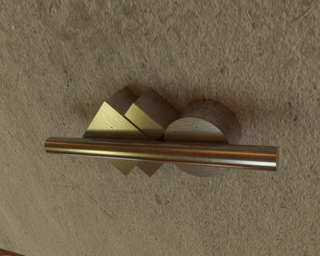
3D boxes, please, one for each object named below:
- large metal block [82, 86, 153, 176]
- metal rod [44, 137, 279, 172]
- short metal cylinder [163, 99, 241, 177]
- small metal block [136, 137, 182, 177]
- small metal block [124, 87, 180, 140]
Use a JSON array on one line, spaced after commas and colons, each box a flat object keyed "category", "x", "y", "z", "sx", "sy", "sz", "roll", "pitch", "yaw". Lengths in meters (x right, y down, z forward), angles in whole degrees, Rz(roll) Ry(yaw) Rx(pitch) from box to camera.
[{"category": "large metal block", "x": -0.046, "y": 0.005, "z": 0.418, "sx": 0.080, "sy": 0.050, "sz": 0.080, "roll": 41, "pitch": 129, "yaw": 0}, {"category": "metal rod", "x": -0.020, "y": 0.027, "z": 0.368, "sx": 0.300, "sy": 0.025, "sz": 0.025, "roll": 1, "pitch": 119, "yaw": 27}, {"category": "short metal cylinder", "x": 0.051, "y": 0.012, "z": 0.371, "sx": 0.080, "sy": 0.050, "sz": 0.079, "roll": 13, "pitch": 124, "yaw": 21}, {"category": "small metal block", "x": 0.000, "y": 0.030, "z": 0.412, "sx": 0.025, "sy": 0.050, "sz": 0.050, "roll": 41, "pitch": 129, "yaw": 0}, {"category": "small metal block", "x": -0.008, "y": -0.018, "z": 0.386, "sx": 0.050, "sy": 0.050, "sz": 0.025, "roll": 40, "pitch": 129, "yaw": 0}]
